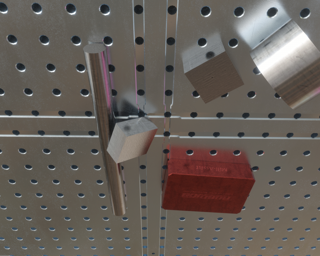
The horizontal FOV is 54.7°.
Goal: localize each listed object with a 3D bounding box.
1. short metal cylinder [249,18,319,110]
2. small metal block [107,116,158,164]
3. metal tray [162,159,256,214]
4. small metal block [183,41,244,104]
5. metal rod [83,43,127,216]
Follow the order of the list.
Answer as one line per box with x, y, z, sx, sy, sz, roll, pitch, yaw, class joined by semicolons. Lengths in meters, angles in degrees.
0.139;-0.066;0.322;0.080;0.080;0.050;36;121;-27;short metal cylinder
-0.037;0.015;0.407;0.050;0.025;0.050;-15;143;-40;small metal block
0.072;0.094;0.490;0.131;0.030;0.089;5;130;-5;metal tray
0.062;-0.063;0.359;0.050;0.025;0.050;-27;126;20;small metal block
-0.070;0.027;0.433;0.025;0.025;0.298;-1;130;0;metal rod
